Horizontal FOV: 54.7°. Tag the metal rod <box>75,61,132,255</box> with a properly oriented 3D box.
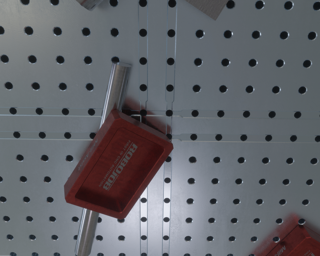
[{"bbox_3d":[-0.084,0.056,0.433,0.025,0.025,0.298,13,110,-5],"label":"metal rod"}]

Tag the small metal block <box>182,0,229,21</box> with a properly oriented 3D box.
[{"bbox_3d":[0.055,-0.159,0.355,0.050,0.025,0.050,30,107,-11],"label":"small metal block"}]

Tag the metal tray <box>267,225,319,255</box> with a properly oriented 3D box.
[{"bbox_3d":[0.218,0.227,0.496,0.090,0.030,0.129,33,107,-12],"label":"metal tray"}]

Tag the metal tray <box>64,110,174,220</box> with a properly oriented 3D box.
[{"bbox_3d":[-0.055,0.052,0.408,0.090,0.030,0.129,28,102,-28],"label":"metal tray"}]

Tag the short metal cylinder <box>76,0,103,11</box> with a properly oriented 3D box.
[{"bbox_3d":[-0.081,-0.170,0.320,0.050,0.080,0.080,-38,106,13],"label":"short metal cylinder"}]
